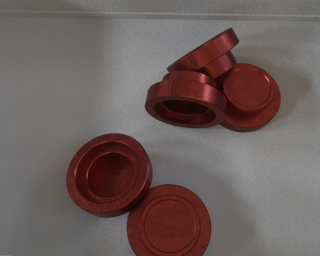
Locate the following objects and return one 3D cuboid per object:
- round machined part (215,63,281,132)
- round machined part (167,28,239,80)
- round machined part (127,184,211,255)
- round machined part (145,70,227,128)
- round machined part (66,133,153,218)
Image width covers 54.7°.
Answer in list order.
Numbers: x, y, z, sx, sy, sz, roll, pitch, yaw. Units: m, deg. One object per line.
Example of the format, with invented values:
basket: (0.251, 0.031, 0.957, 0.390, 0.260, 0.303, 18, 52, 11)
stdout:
round machined part: (0.115, -0.046, 0.419, 0.099, 0.042, 0.098, 0, 70, -1)
round machined part: (0.061, -0.087, 0.410, 0.098, 0.098, 0.042, -35, 101, -12)
round machined part: (0.011, 0.114, 0.359, 0.099, 0.042, 0.098, 0, 70, -1)
round machined part: (0.033, -0.037, 0.385, 0.099, 0.098, 0.042, 9, 71, 3)
round machined part: (-0.056, 0.058, 0.370, 0.098, 0.042, 0.098, -6, 59, 10)
